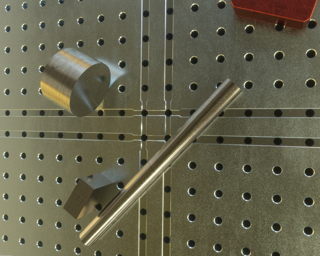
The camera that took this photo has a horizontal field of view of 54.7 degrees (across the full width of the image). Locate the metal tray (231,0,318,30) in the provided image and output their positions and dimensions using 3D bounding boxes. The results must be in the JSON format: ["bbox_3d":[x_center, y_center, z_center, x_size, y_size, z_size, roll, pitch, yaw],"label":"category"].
[{"bbox_3d":[0.147,-0.190,0.358,0.090,0.030,0.129,20,97,18],"label":"metal tray"}]

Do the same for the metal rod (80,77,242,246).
[{"bbox_3d":[-0.007,0.053,0.414,0.025,0.025,0.299,46,104,14],"label":"metal rod"}]

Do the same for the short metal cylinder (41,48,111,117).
[{"bbox_3d":[-0.113,-0.062,0.422,0.050,0.080,0.080,30,100,17],"label":"short metal cylinder"}]

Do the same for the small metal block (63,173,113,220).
[{"bbox_3d":[-0.100,0.094,0.433,0.025,0.050,0.050,35,101,16],"label":"small metal block"}]
